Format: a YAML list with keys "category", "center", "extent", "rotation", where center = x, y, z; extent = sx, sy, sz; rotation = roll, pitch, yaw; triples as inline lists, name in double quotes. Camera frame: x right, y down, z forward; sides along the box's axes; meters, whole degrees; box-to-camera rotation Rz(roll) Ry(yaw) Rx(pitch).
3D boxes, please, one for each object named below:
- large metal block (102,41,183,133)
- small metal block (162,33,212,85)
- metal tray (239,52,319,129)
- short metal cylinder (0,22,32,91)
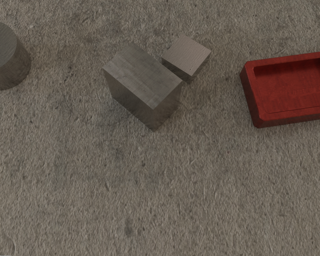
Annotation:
- category: "large metal block"
  center: [-0.021, -0.049, 0.397]
  extent: [0.080, 0.080, 0.050]
  rotation: [40, 75, 13]
- category: "small metal block"
  center: [0.037, -0.099, 0.445]
  extent: [0.050, 0.025, 0.050]
  rotation: [35, 73, 11]
- category: "metal tray"
  center: [0.186, -0.054, 0.427]
  extent: [0.131, 0.030, 0.090]
  rotation: [-8, 70, -4]
- category: "short metal cylinder"
  center: [-0.228, -0.099, 0.428]
  extent: [0.081, 0.050, 0.080]
  rotation: [0, 70, 0]
